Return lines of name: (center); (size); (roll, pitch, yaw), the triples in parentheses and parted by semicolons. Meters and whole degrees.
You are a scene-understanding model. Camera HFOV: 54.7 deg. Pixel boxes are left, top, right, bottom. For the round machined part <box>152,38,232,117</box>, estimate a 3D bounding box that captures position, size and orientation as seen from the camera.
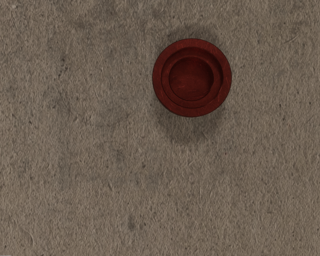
round machined part: (0.039, -0.062, 0.402); (0.099, 0.042, 0.097); (0, 90, -1)
